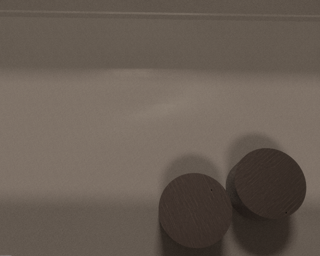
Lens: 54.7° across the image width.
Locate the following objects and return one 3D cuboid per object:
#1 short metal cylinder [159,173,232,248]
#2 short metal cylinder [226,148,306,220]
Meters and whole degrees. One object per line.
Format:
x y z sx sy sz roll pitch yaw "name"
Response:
0.039 0.097 0.361 0.081 0.050 0.080 0 70 0 "short metal cylinder"
0.125 0.069 0.373 0.081 0.050 0.080 0 70 0 "short metal cylinder"
